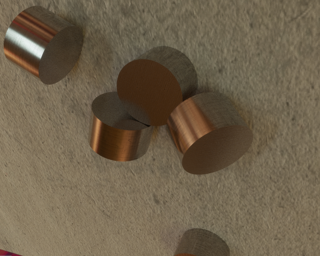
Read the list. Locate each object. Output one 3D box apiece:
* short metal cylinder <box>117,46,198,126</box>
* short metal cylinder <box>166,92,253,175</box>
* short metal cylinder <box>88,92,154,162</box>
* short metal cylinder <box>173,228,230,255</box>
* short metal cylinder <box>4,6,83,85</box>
[{"bbox_3d":[-0.002,-0.049,0.360,0.080,0.050,0.079,13,124,20],"label":"short metal cylinder"},{"bbox_3d":[0.053,0.007,0.339,0.079,0.081,0.050,-62,38,38],"label":"short metal cylinder"},{"bbox_3d":[-0.048,-0.003,0.393,0.080,0.080,0.050,25,127,12],"label":"short metal cylinder"},{"bbox_3d":[0.063,0.205,0.483,0.080,0.050,0.079,13,124,20],"label":"short metal cylinder"},{"bbox_3d":[-0.140,-0.101,0.381,0.050,0.080,0.079,32,128,7],"label":"short metal cylinder"}]
